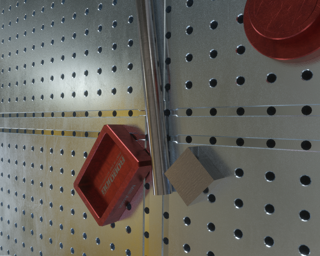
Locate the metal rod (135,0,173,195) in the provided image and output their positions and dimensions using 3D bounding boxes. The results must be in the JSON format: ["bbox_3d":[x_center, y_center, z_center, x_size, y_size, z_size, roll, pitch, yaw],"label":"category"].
[{"bbox_3d":[-0.011,-0.062,0.416,0.025,0.025,0.298,-10,84,39],"label":"metal rod"}]

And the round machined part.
[{"bbox_3d":[0.125,-0.114,0.295,0.098,0.042,0.097,0,90,39],"label":"round machined part"}]

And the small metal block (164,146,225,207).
[{"bbox_3d":[0.041,0.057,0.374,0.050,0.025,0.050,-52,60,27],"label":"small metal block"}]

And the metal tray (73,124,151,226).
[{"bbox_3d":[-0.074,0.070,0.464,0.090,0.030,0.129,46,117,30],"label":"metal tray"}]
